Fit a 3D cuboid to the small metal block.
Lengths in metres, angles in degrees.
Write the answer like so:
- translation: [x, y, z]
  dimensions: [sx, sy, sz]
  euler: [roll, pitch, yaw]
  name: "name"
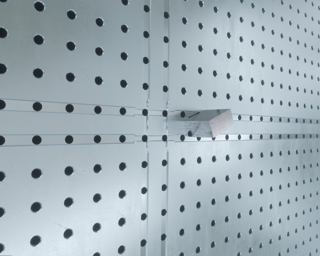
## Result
- translation: [0.072, -0.007, 0.456]
  dimensions: [0.050, 0.050, 0.025]
  euler: [-27, 108, -37]
  name: "small metal block"
